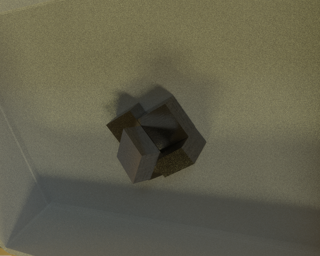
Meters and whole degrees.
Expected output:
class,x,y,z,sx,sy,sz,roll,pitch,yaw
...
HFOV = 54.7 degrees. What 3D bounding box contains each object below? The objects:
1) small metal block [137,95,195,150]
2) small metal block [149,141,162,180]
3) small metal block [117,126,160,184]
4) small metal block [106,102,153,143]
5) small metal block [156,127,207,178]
class,x,y,z,sx,sy,sz,roll,pitch,yaw
small metal block,0.008,-0.006,0.398,0.050,0.025,0.050,-28,104,37
small metal block,-0.008,0.040,0.434,0.050,0.025,0.050,-28,104,37
small metal block,-0.029,0.033,0.393,0.050,0.025,0.050,52,138,37
small metal block,-0.037,0.001,0.425,0.050,0.025,0.050,-28,104,37
small metal block,0.026,0.031,0.395,0.050,0.050,0.025,-32,101,37
